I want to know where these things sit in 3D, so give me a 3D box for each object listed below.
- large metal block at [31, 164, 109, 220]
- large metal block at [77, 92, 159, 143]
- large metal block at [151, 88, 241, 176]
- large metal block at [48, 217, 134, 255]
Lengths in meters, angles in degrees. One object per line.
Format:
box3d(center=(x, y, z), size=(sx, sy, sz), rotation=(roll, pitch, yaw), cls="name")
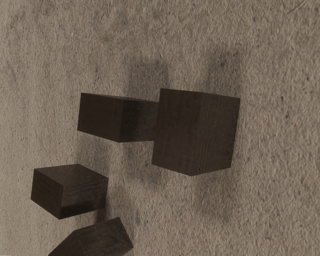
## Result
box3d(center=(-0.140, 0.095, 0.482), size=(0.080, 0.081, 0.050), rotation=(16, 100, 38), cls="large metal block")
box3d(center=(-0.049, -0.015, 0.407), size=(0.080, 0.081, 0.050), rotation=(13, 98, 39), cls="large metal block")
box3d(center=(0.041, 0.002, 0.334), size=(0.050, 0.081, 0.079), rotation=(11, 97, 39), cls="large metal block")
box3d(center=(-0.100, 0.179, 0.449), size=(0.080, 0.081, 0.050), rotation=(-45, 63, 30), cls="large metal block")
